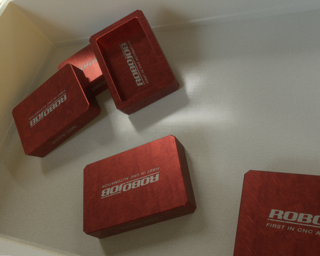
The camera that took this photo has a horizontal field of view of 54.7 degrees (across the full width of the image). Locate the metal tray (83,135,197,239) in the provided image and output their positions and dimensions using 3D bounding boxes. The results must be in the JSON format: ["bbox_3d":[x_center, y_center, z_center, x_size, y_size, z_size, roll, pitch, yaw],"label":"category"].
[{"bbox_3d":[-0.029,0.071,0.373,0.130,0.030,0.090,-20,54,15],"label":"metal tray"}]

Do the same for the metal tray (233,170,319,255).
[{"bbox_3d":[0.138,0.089,0.275,0.130,0.030,0.090,1,62,28],"label":"metal tray"}]

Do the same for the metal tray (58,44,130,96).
[{"bbox_3d":[-0.103,-0.105,0.519,0.130,0.030,0.090,-31,52,7],"label":"metal tray"}]

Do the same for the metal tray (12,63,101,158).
[{"bbox_3d":[-0.162,-0.026,0.476,0.130,0.030,0.090,-35,65,14],"label":"metal tray"}]

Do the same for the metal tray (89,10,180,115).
[{"bbox_3d":[-0.039,-0.096,0.451,0.090,0.030,0.130,-27,72,9],"label":"metal tray"}]
